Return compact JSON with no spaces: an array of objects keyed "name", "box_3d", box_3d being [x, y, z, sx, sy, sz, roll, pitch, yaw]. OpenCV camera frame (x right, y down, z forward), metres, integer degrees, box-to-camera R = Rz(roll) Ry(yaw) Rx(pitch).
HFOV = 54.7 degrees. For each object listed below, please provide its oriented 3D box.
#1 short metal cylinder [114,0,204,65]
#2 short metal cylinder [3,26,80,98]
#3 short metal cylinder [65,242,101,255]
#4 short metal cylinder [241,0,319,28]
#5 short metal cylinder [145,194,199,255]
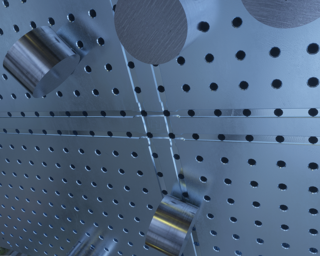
[{"name":"short metal cylinder","box_3d":[0.000,-0.113,0.325,0.080,0.050,0.079,13,124,21]},{"name":"short metal cylinder","box_3d":[-0.152,-0.085,0.403,0.050,0.080,0.080,45,129,-3]},{"name":"short metal cylinder","box_3d":[-0.169,0.295,0.667,0.080,0.050,0.079,13,124,21]},{"name":"short metal cylinder","box_3d":[0.110,-0.129,0.257,0.080,0.050,0.079,13,124,21]},{"name":"short metal cylinder","box_3d":[0.019,0.144,0.455,0.050,0.080,0.079,21,126,16]}]
